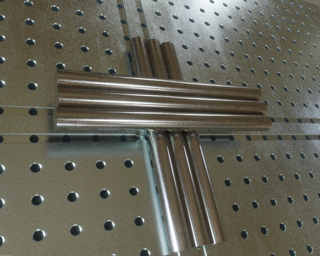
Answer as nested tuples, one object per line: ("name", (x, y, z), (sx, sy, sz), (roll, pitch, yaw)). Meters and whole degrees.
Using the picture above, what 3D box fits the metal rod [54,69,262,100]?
("metal rod", (0.017, -0.053, 0.417), (0.302, 0.025, 0.025), (0, 62, -28))

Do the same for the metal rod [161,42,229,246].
("metal rod", (0.039, 0.003, 0.426), (0.025, 0.025, 0.299), (2, 61, -27))

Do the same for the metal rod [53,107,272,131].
("metal rod", (0.024, -0.009, 0.394), (0.302, 0.025, 0.025), (0, 62, -28))

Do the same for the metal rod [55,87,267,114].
("metal rod", (0.022, -0.031, 0.406), (0.302, 0.025, 0.025), (0, 62, -28))

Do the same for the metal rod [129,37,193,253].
("metal rod", (-0.005, 0.003, 0.403), (0.025, 0.025, 0.299), (2, 61, -27))

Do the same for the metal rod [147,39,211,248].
("metal rod", (0.016, 0.002, 0.415), (0.025, 0.025, 0.299), (2, 61, -27))
